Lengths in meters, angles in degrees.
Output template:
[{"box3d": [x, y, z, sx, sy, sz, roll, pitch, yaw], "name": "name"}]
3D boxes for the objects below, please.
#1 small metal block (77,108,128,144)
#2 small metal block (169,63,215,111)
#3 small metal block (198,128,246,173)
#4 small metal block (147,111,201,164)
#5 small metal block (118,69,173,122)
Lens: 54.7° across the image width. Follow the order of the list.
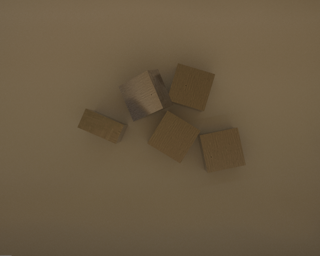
[{"box3d": [-0.072, -0.002, 0.398, 0.050, 0.050, 0.025, 23, 90, -1], "name": "small metal block"}, {"box3d": [0.040, -0.053, 0.412, 0.050, 0.025, 0.050, 17, 90, -1], "name": "small metal block"}, {"box3d": [0.081, 0.029, 0.413, 0.050, 0.025, 0.050, -12, 90, -1], "name": "small metal block"}, {"box3d": [0.018, 0.012, 0.412, 0.050, 0.025, 0.050, 32, 90, -1], "name": "small metal block"}, {"box3d": [-0.019, -0.042, 0.399, 0.050, 0.025, 0.050, -22, 91, 34], "name": "small metal block"}]
